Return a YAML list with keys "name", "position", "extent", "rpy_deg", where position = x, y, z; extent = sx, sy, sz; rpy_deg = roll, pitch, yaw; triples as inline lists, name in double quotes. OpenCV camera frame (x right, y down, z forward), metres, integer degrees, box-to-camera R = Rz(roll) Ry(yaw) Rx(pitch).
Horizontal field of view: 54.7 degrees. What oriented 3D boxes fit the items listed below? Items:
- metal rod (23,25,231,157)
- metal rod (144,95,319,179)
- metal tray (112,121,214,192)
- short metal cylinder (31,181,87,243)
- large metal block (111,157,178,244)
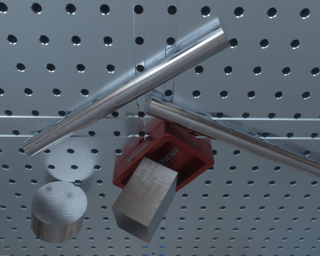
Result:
- name: "metal rod"
  position: [-0.056, -0.035, 0.380]
  extent: [0.300, 0.025, 0.025]
  rpy_deg: [-27, 126, 20]
- name: "metal rod"
  position: [0.121, 0.020, 0.430]
  extent: [0.302, 0.025, 0.025]
  rpy_deg: [20, 127, -17]
- name: "metal tray"
  position: [0.003, 0.056, 0.455]
  extent: [0.090, 0.030, 0.129]
  rpy_deg: [32, 123, -25]
- name: "short metal cylinder"
  position: [-0.158, 0.130, 0.484]
  extent: [0.081, 0.080, 0.050]
  rpy_deg: [12, 129, -11]
- name: "large metal block"
  position: [-0.018, 0.100, 0.422]
  extent: [0.050, 0.080, 0.080]
  rpy_deg: [24, 149, 15]
